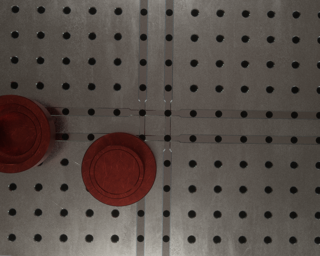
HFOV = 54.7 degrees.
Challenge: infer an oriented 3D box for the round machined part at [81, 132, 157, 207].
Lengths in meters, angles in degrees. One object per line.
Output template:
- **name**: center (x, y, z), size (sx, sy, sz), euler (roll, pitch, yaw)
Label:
- **round machined part**: center (-0.054, 0.054, 0.404), size (0.099, 0.042, 0.097), euler (0, 90, -1)

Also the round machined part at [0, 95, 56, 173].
- **round machined part**: center (-0.185, 0.007, 0.402), size (0.099, 0.042, 0.097), euler (0, 90, -1)
